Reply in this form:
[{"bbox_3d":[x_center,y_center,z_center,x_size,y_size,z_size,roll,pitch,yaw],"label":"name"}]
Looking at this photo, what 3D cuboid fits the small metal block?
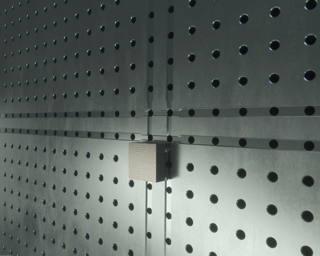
[{"bbox_3d":[-0.016,0.045,0.424,0.050,0.025,0.050,0,90,40],"label":"small metal block"}]
